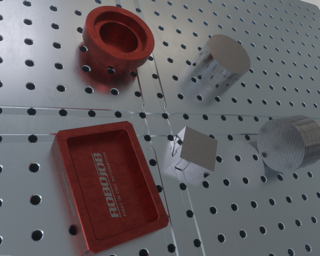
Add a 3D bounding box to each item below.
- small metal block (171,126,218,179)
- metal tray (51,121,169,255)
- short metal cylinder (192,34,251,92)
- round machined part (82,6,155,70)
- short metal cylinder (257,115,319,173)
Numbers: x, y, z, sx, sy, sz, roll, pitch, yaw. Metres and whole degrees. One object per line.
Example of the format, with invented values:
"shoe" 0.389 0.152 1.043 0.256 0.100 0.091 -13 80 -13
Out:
"small metal block" 0.047 0.033 0.414 0.050 0.025 0.050 24 53 -14
"metal tray" -0.055 0.060 0.338 0.091 0.030 0.130 -10 67 -32
"short metal cylinder" 0.101 -0.107 0.512 0.081 0.050 0.080 14 56 -21
"round machined part" -0.061 -0.122 0.439 0.099 0.042 0.098 14 56 -21
"short metal cylinder" 0.195 0.023 0.464 0.050 0.080 0.080 -9 67 -32
